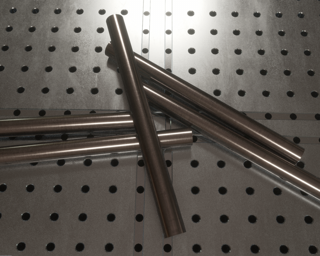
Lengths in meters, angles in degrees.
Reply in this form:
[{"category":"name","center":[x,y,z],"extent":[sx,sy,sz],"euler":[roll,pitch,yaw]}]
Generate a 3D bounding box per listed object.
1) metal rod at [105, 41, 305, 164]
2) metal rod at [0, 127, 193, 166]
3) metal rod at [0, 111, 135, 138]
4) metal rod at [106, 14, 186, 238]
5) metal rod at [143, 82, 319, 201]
[{"category":"metal rod","center":[0.053,-0.040,0.427],"extent":[0.301,0.025,0.025],"euler":[31,73,10]},{"category":"metal rod","center":[-0.109,0.027,0.400],"extent":[0.302,0.025,0.025],"euler":[-6,70,-3]},{"category":"metal rod","center":[-0.177,-0.002,0.410],"extent":[0.302,0.025,0.025],"euler":[-3,70,-2]},{"category":"metal rod","center":[-0.023,-0.017,0.390],"extent":[0.025,0.025,0.299],"euler":[-15,71,-6]},{"category":"metal rod","center":[0.101,0.021,0.405],"extent":[0.301,0.025,0.025],"euler":[30,73,10]}]
